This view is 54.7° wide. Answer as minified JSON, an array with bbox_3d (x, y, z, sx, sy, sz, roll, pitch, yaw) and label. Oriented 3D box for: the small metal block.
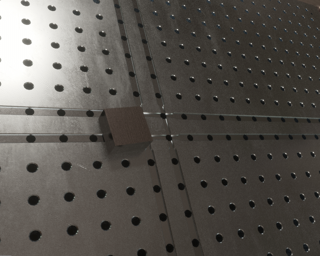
[{"bbox_3d":[-0.043,0.002,0.385,0.050,0.025,0.050,-7,65,-32],"label":"small metal block"}]
